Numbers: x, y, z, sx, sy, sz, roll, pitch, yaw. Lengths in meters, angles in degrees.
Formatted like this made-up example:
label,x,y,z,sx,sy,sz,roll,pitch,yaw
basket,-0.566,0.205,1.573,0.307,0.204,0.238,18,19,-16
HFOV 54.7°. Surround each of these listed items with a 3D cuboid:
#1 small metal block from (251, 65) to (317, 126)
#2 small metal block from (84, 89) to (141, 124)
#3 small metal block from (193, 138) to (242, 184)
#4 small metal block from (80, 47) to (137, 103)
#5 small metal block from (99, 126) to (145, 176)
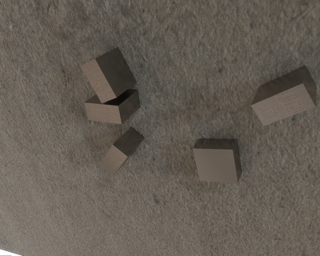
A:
label,x,y,z,sx,sy,sz,roll,pitch,yaw
small metal block,0.123,-0.032,0.306,0.050,0.050,0.025,-25,105,36
small metal block,-0.061,-0.030,0.402,0.050,0.050,0.025,7,122,24
small metal block,0.074,0.041,0.393,0.050,0.025,0.050,0,118,28
small metal block,-0.061,-0.066,0.381,0.025,0.050,0.050,-16,110,34
small metal block,-0.053,0.033,0.437,0.025,0.050,0.050,39,129,1
